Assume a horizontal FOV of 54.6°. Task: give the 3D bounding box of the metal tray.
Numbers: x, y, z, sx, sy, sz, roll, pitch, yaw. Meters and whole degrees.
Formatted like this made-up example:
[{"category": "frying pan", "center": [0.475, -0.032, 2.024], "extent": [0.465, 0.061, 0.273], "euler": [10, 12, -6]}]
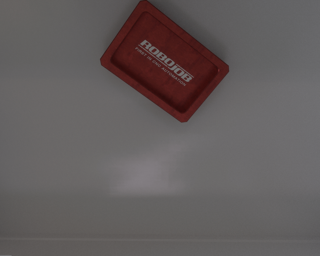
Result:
[{"category": "metal tray", "center": [0.006, -0.079, 0.379], "extent": [0.130, 0.030, 0.090], "euler": [35, 106, -12]}]
